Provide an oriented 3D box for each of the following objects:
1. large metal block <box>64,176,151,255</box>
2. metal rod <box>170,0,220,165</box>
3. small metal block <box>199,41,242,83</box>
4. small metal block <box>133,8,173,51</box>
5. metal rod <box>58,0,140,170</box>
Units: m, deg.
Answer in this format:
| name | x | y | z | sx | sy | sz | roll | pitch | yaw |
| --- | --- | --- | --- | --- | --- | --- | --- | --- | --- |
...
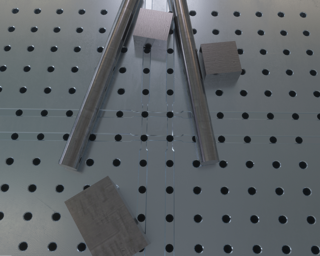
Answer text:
| name | x | y | z | sx | sy | sz | roll | pitch | yaw |
| --- | --- | --- | --- | --- | --- | --- | --- | --- | --- |
| large metal block | -0.054 | 0.107 | 0.343 | 0.050 | 0.080 | 0.080 | -31 | 73 | -10 |
| metal rod | 0.044 | -0.095 | 0.446 | 0.025 | 0.025 | 0.299 | -7 | 70 | -3 |
| small metal block | 0.086 | -0.095 | 0.447 | 0.050 | 0.025 | 0.050 | -6 | 70 | -2 |
| small metal block | -0.010 | -0.148 | 0.466 | 0.050 | 0.025 | 0.050 | 11 | 70 | 4 |
| metal rod | -0.078 | -0.086 | 0.442 | 0.025 | 0.025 | 0.299 | 14 | 70 | 5 |
